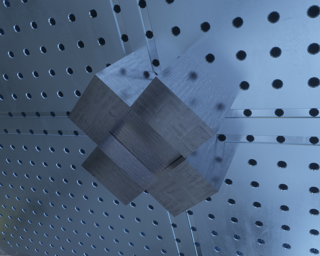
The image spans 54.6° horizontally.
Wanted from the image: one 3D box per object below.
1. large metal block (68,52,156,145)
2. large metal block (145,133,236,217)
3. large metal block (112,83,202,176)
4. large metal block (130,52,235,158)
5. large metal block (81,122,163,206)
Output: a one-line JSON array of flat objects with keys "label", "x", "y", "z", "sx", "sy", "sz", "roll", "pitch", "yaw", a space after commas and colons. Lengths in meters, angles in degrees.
[{"label": "large metal block", "x": -0.055, "y": -0.037, "z": 0.383, "sx": 0.050, "sy": 0.080, "sz": 0.080, "roll": 44, "pitch": 129, "yaw": -2}, {"label": "large metal block", "x": 0.039, "y": 0.053, "z": 0.390, "sx": 0.050, "sy": 0.080, "sz": 0.080, "roll": 45, "pitch": 129, "yaw": -3}, {"label": "large metal block", "x": -0.001, "y": 0.002, "z": 0.396, "sx": 0.080, "sy": 0.050, "sz": 0.080, "roll": 45, "pitch": 131, "yaw": -1}, {"label": "large metal block", "x": 0.028, "y": -0.028, "z": 0.344, "sx": 0.080, "sy": 0.080, "sz": 0.050, "roll": 43, "pitch": 129, "yaw": -2}, {"label": "large metal block", "x": -0.045, "y": 0.044, "z": 0.427, "sx": 0.080, "sy": 0.080, "sz": 0.050, "roll": 43, "pitch": 129, "yaw": -2}]
